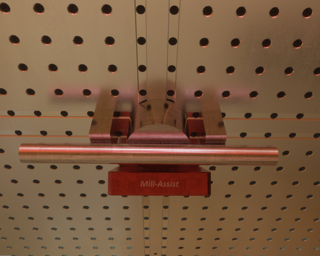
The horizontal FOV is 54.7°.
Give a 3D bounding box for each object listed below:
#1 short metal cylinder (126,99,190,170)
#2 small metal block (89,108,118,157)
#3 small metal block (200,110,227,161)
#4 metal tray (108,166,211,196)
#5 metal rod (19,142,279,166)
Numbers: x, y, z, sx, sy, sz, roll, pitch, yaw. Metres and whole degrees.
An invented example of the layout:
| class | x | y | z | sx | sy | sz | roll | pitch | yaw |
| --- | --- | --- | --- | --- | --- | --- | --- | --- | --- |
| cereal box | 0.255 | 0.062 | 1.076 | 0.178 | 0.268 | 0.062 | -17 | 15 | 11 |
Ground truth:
| class | x | y | z | sx | sy | sz | roll | pitch | yaw |
| --- | --- | --- | --- | --- | --- | --- | --- | --- | --- |
| short metal cylinder | -0.002 | 0.010 | 0.403 | 0.081 | 0.050 | 0.079 | 0 | 130 | 0 |
| small metal block | -0.072 | 0.009 | 0.403 | 0.025 | 0.050 | 0.050 | -1 | 130 | 0 |
| small metal block | 0.068 | 0.012 | 0.406 | 0.025 | 0.050 | 0.050 | -1 | 130 | 0 |
| metal tray | -0.001 | 0.072 | 0.433 | 0.131 | 0.090 | 0.030 | 0 | 87 | -1 |
| metal rod | -0.013 | 0.031 | 0.372 | 0.302 | 0.025 | 0.025 | 1 | 130 | -1 |
